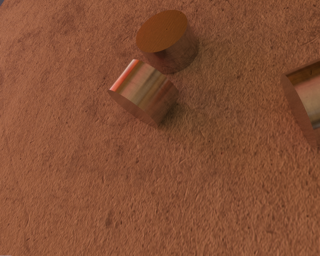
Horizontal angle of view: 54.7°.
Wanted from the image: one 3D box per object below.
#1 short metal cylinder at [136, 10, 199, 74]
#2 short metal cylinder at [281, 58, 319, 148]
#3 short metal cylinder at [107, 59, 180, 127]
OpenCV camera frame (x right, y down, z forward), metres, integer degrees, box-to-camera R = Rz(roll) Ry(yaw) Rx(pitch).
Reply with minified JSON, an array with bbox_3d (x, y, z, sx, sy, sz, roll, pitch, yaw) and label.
[{"bbox_3d":[0.012,-0.127,0.460,0.080,0.050,0.080,-13,56,21],"label":"short metal cylinder"},{"bbox_3d":[0.159,-0.027,0.301,0.050,0.080,0.080,-23,53,15],"label":"short metal cylinder"},{"bbox_3d":[-0.021,-0.044,0.407,0.080,0.080,0.050,28,77,37],"label":"short metal cylinder"}]
